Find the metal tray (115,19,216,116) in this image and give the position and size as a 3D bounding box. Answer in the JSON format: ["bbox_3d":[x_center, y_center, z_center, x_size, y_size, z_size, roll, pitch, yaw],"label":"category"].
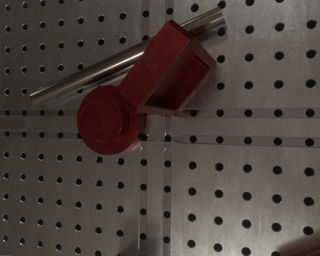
[{"bbox_3d":[0.014,-0.059,0.351,0.030,0.130,0.090,43,103,15],"label":"metal tray"}]

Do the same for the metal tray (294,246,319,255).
[{"bbox_3d":[0.206,0.173,0.338,0.130,0.030,0.090,-31,80,17],"label":"metal tray"}]

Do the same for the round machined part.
[{"bbox_3d":[-0.073,-0.011,0.428,0.098,0.042,0.097,0,90,19],"label":"round machined part"}]

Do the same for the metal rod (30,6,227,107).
[{"bbox_3d":[-0.056,-0.091,0.431,0.300,0.025,0.025,-20,84,18],"label":"metal rod"}]
